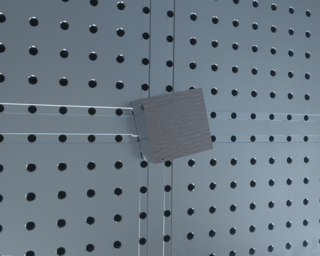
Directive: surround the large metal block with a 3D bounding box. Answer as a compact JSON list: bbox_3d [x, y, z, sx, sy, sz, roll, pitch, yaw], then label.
[{"bbox_3d":[0.015,-0.004,0.404,0.081,0.050,0.080,-13,95,-20],"label":"large metal block"}]
